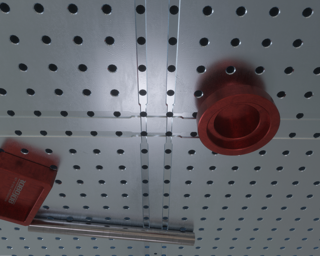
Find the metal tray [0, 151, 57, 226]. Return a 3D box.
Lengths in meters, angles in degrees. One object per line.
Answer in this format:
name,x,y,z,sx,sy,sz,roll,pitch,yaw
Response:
metal tray,-0.231,0.101,0.491,0.090,0.030,0.129,25,126,-20

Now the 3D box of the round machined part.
round machined part,0.095,-0.014,0.390,0.099,0.042,0.097,0,130,0

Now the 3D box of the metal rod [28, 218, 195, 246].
metal rod,-0.085,0.193,0.574,0.302,0.025,0.025,8,130,-7
